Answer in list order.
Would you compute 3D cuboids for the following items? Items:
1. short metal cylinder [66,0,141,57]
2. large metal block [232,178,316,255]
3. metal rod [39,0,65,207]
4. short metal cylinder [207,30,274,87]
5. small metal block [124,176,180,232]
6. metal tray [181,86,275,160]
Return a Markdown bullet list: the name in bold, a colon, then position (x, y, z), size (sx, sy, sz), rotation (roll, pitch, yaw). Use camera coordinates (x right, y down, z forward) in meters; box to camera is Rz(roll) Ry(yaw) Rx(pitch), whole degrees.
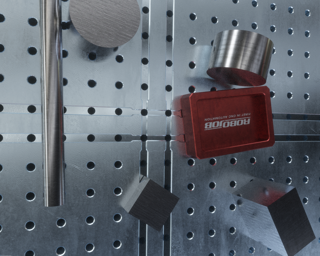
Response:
- **short metal cylinder**: position (-0.069, -0.131, 0.373), size (0.081, 0.050, 0.079), rotation (0, 90, -20)
- **large metal block**: position (0.160, 0.124, 0.442), size (0.050, 0.080, 0.080), rotation (-28, 99, -18)
- **metal rod**: position (-0.127, -0.059, 0.365), size (0.025, 0.025, 0.298), rotation (-1, 91, -20)
- **short metal cylinder**: position (0.109, -0.093, 0.423), size (0.081, 0.080, 0.050), rotation (15, 85, -20)
- **small metal block**: position (-0.011, 0.099, 0.409), size (0.050, 0.025, 0.050), rotation (36, 78, -17)
- **metal tray**: position (0.100, -0.010, 0.446), size (0.131, 0.030, 0.089), rotation (-8, 93, -20)
